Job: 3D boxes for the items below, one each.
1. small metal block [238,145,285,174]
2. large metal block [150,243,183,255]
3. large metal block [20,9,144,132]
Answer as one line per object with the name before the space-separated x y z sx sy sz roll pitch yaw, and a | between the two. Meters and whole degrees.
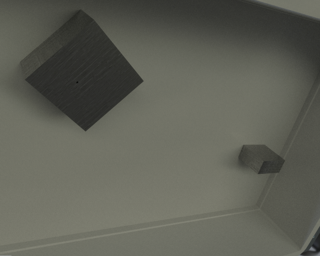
small metal block | 0.170 0.051 0.520 0.050 0.050 0.025 2 118 -30
large metal block | 0.009 0.273 0.571 0.081 0.050 0.079 -21 127 -16
large metal block | -0.078 -0.057 0.315 0.080 0.050 0.080 -41 130 0
